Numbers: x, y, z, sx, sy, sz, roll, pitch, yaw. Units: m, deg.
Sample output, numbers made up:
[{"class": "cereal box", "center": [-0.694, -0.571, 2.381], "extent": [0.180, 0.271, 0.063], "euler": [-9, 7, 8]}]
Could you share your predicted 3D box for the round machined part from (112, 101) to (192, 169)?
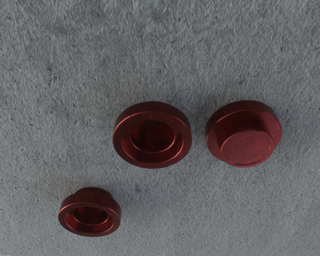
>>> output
[{"class": "round machined part", "center": [-0.009, 0.005, 0.400], "extent": [0.099, 0.042, 0.097], "euler": [0, 130, 0]}]

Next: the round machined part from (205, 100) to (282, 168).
[{"class": "round machined part", "center": [0.111, 0.015, 0.410], "extent": [0.099, 0.042, 0.097], "euler": [0, 130, 0]}]

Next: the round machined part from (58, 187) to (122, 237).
[{"class": "round machined part", "center": [-0.113, 0.135, 0.510], "extent": [0.099, 0.042, 0.097], "euler": [0, 130, 0]}]
